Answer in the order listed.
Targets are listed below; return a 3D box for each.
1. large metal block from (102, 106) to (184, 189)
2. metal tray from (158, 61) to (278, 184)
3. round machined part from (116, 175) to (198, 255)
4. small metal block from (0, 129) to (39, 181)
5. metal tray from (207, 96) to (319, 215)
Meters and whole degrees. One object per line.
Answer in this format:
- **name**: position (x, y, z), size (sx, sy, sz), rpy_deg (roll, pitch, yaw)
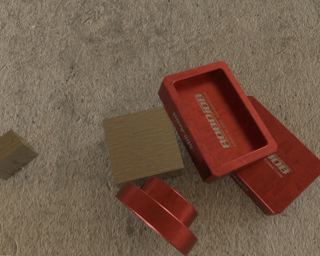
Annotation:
- **large metal block**: position (-0.021, 0.026, 0.385), size (0.081, 0.050, 0.080), rpy_deg (-13, 71, -5)
- **metal tray**: position (0.066, -0.011, 0.366), size (0.091, 0.030, 0.130), rpy_deg (-19, 71, -21)
- **round machined part**: position (0.002, 0.089, 0.337), size (0.098, 0.098, 0.042), rpy_deg (37, 74, 12)
- **small metal block**: position (-0.186, 0.034, 0.381), size (0.050, 0.050, 0.025), rpy_deg (-41, 75, -13)
- **metal tray**: position (0.127, 0.033, 0.394), size (0.090, 0.030, 0.130), rpy_deg (-38, 75, -13)
